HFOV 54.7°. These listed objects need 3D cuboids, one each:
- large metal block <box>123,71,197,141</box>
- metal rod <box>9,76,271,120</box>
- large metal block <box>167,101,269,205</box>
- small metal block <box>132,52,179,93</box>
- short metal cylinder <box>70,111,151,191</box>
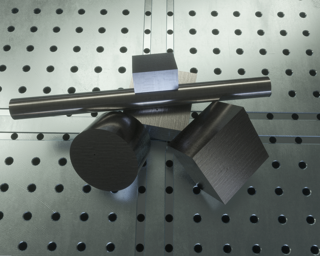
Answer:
[{"bbox_3d":[0.000,-0.031,0.406,0.080,0.050,0.080,10,70,3],"label":"large metal block"},{"bbox_3d":[-0.021,-0.036,0.368,0.302,0.025,0.025,-5,70,-2],"label":"metal rod"},{"bbox_3d":[0.070,0.027,0.363,0.080,0.050,0.080,-43,120,-14],"label":"large metal block"},{"bbox_3d":[-0.007,-0.066,0.366,0.050,0.025,0.050,-5,35,-2],"label":"small metal block"},{"bbox_3d":[-0.056,0.026,0.362,0.080,0.079,0.050,18,28,6],"label":"short metal cylinder"}]
